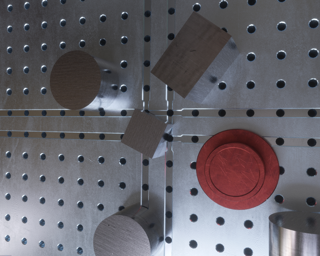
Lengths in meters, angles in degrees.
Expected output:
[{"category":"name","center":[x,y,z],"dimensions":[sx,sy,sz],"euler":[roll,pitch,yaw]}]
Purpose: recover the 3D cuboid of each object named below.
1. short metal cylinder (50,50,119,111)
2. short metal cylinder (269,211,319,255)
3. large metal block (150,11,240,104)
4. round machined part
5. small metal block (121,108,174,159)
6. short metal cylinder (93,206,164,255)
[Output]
[{"category":"short metal cylinder","center":[-0.105,-0.064,0.436],"dimensions":[0.080,0.050,0.080],"euler":[0,90,20]},{"category":"short metal cylinder","center":[0.157,0.124,0.328],"dimensions":[0.080,0.080,0.050],"euler":[0,90,20]},{"category":"large metal block","center":[0.045,-0.078,0.367],"dimensions":[0.050,0.080,0.080],"euler":[40,103,15]},{"category":"round machined part","center":[0.091,0.050,0.371],"dimensions":[0.098,0.042,0.097],"euler":[0,90,20]},{"category":"small metal block","center":[-0.017,0.007,0.419],"dimensions":[0.050,0.025,0.050],"euler":[27,99,18]},{"category":"short metal cylinder","center":[-0.041,0.149,0.414],"dimensions":[0.080,0.050,0.080],"euler":[0,90,20]}]
